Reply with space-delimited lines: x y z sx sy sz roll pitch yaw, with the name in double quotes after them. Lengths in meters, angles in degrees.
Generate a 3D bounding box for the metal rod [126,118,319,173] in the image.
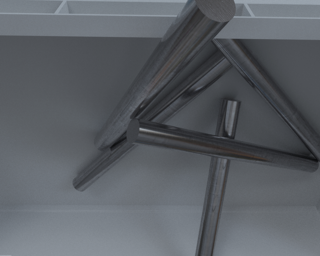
0.099 0.028 0.377 0.302 0.025 0.025 12 132 -33 "metal rod"

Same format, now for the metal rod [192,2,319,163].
0.141 -0.031 0.365 0.025 0.025 0.301 -35 127 26 "metal rod"

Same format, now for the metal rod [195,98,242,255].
0.070 0.109 0.415 0.025 0.025 0.298 6 103 -5 "metal rod"

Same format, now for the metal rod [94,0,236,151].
-0.025 -0.023 0.296 0.025 0.025 0.299 19 157 -16 "metal rod"

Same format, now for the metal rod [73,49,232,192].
-0.024 0.004 0.411 0.025 0.025 0.299 35 122 -26 "metal rod"
